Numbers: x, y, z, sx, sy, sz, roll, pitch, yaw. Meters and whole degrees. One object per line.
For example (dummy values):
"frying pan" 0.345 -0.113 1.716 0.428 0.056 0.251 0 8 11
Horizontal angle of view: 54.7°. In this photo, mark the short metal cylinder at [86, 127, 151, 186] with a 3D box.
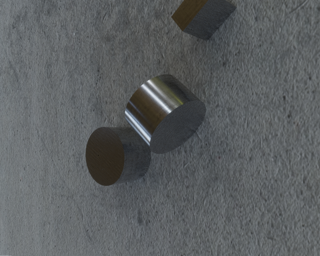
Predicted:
"short metal cylinder" -0.060 0.038 0.438 0.080 0.050 0.079 0 90 40

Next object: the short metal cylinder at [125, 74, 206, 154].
"short metal cylinder" 0.007 -0.016 0.364 0.050 0.081 0.080 48 118 29

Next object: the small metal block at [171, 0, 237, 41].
"small metal block" 0.050 -0.130 0.348 0.050 0.050 0.025 -46 63 30
